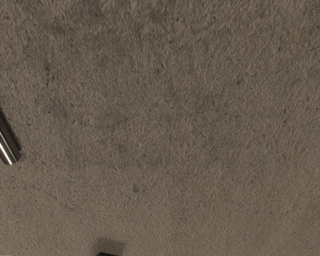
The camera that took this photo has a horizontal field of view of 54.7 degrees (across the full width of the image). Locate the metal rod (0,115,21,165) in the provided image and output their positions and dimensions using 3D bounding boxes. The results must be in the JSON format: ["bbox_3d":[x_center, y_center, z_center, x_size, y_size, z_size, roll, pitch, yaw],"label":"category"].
[{"bbox_3d":[-0.223,-0.070,0.343,0.025,0.025,0.298,-4,130,3],"label":"metal rod"}]

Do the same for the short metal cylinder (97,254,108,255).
[{"bbox_3d":[-0.111,0.303,0.627,0.050,0.080,0.079,20,127,-16],"label":"short metal cylinder"}]
